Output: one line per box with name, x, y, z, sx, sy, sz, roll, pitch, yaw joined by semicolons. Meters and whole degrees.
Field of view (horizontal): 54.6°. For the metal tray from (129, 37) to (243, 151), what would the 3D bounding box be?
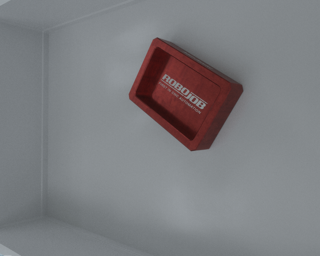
metal tray;0.025;-0.044;0.383;0.130;0.030;0.089;41;115;32
